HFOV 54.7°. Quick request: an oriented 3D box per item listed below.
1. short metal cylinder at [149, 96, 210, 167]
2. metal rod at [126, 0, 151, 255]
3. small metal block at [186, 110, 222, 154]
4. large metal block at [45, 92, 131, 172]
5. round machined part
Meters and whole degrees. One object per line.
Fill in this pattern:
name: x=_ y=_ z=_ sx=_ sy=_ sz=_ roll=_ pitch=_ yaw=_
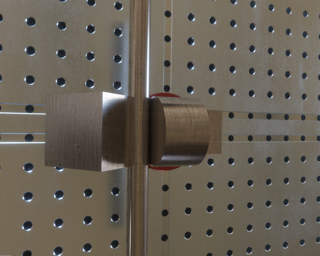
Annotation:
short metal cylinder: x=0.016 y=0.004 z=0.358 sx=0.050 sy=0.080 sz=0.079 roll=1 pitch=90 yaw=-20
metal rod: x=-0.025 y=-0.003 z=0.360 sx=0.025 sy=0.025 sz=0.298 roll=1 pitch=90 yaw=-20
small metal block: x=0.051 y=0.004 z=0.374 sx=0.025 sy=0.050 sz=0.050 roll=1 pitch=90 yaw=-20
large metal block: x=-0.081 y=0.003 z=0.348 sx=0.050 sy=0.080 sz=0.079 roll=1 pitch=90 yaw=-62
round machined part: x=0.000 y=0.004 z=0.403 sx=0.099 sy=0.042 sz=0.097 roll=0 pitch=90 yaw=-21
